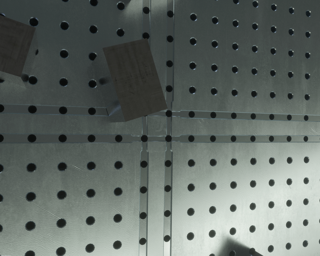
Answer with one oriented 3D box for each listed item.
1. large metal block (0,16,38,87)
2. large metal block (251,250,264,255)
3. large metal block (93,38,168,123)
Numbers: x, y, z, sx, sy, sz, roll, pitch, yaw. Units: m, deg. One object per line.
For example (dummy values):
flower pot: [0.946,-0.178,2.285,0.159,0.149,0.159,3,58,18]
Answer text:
large metal block: [-0.175,-0.083,0.319,0.080,0.080,0.050,16,85,-19]
large metal block: [0.156,0.236,0.441,0.050,0.080,0.080,37,78,-16]
large metal block: [-0.039,-0.052,0.369,0.050,0.080,0.080,-19,97,-19]
